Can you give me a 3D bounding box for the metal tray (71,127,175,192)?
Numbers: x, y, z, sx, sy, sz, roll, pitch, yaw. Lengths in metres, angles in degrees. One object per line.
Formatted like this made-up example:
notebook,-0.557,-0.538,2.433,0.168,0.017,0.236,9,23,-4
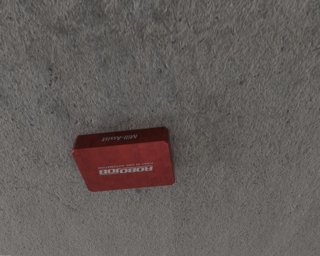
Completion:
metal tray,-0.048,0.047,0.443,0.131,0.030,0.090,-6,130,5
